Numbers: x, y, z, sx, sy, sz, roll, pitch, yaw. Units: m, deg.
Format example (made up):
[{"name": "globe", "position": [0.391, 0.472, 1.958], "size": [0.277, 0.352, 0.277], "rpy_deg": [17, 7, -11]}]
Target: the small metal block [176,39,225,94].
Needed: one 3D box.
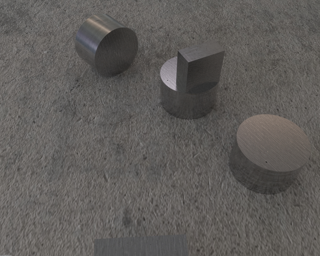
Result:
[{"name": "small metal block", "position": [0.049, -0.076, 0.386], "size": [0.050, 0.050, 0.025], "rpy_deg": [-21, 54, -17]}]

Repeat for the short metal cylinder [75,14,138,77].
[{"name": "short metal cylinder", "position": [-0.080, -0.125, 0.472], "size": [0.080, 0.080, 0.050], "rpy_deg": [-35, 59, -26]}]

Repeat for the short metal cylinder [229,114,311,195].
[{"name": "short metal cylinder", "position": [0.126, 0.030, 0.363], "size": [0.081, 0.050, 0.080], "rpy_deg": [0, 50, 0]}]

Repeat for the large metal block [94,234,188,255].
[{"name": "large metal block", "position": [-0.015, 0.142, 0.267], "size": [0.081, 0.050, 0.080], "rpy_deg": [-2, 50, -2]}]

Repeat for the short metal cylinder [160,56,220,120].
[{"name": "short metal cylinder", "position": [0.041, -0.058, 0.436], "size": [0.081, 0.050, 0.080], "rpy_deg": [0, 50, 0]}]
